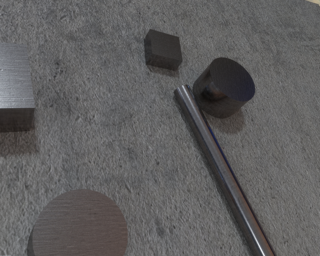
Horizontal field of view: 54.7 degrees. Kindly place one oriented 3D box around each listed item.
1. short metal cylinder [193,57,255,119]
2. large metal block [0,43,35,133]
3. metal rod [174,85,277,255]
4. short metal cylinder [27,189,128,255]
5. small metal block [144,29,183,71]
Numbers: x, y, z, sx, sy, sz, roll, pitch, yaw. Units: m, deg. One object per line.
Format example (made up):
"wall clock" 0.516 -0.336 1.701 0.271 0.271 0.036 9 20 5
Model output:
"short metal cylinder" 0.098 -0.061 0.478 0.081 0.050 0.080 14 56 -21
"large metal block" -0.178 -0.041 0.317 0.081 0.050 0.080 -3 63 -30
"metal rod" 0.090 0.073 0.407 0.025 0.025 0.299 -12 68 -33
"short metal cylinder" -0.076 0.103 0.284 0.081 0.050 0.080 14 56 -21
"small metal block" 0.004 -0.120 0.479 0.050 0.025 0.050 9 58 -24
